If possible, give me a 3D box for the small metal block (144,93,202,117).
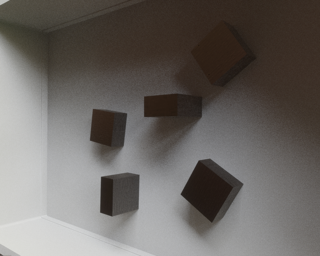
[{"bbox_3d":[0.016,-0.026,0.377,0.050,0.050,0.025,0,90,40],"label":"small metal block"}]

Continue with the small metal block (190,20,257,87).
[{"bbox_3d":[0.070,-0.083,0.349,0.050,0.025,0.050,-42,65,32],"label":"small metal block"}]

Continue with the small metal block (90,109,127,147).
[{"bbox_3d":[-0.079,-0.001,0.472,0.050,0.025,0.050,11,97,39],"label":"small metal block"}]

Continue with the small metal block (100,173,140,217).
[{"bbox_3d":[-0.056,0.092,0.437,0.025,0.050,0.050,3,92,40],"label":"small metal block"}]

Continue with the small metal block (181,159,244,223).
[{"bbox_3d":[0.059,0.071,0.358,0.050,0.025,0.050,38,113,33],"label":"small metal block"}]
